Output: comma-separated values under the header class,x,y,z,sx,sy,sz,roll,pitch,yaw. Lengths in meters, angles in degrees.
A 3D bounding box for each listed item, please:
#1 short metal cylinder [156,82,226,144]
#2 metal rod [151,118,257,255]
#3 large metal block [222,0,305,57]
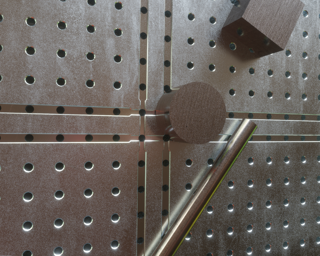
class,x,y,z,sx,sy,sz,roll,pitch,yaw
short metal cylinder,0.041,-0.019,0.416,0.081,0.050,0.079,0,90,-21
metal rod,0.048,0.111,0.431,0.025,0.025,0.300,40,77,-16
large metal block,0.152,-0.165,0.457,0.080,0.050,0.080,30,80,-18
